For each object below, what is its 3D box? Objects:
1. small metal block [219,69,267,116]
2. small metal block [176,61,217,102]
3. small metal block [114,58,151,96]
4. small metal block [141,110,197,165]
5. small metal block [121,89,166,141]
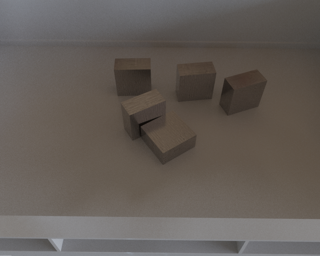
[{"bbox_3d":[0.114,-0.049,0.431,0.050,0.050,0.025,-17,52,-14],"label":"small metal block"},{"bbox_3d":[0.050,-0.066,0.444,0.050,0.050,0.025,-6,51,-5],"label":"small metal block"},{"bbox_3d":[-0.038,-0.073,0.450,0.050,0.050,0.025,-1,50,-1],"label":"small metal block"},{"bbox_3d":[0.010,0.011,0.396,0.050,0.025,0.050,-27,55,-21],"label":"small metal block"},{"bbox_3d":[-0.021,-0.017,0.403,0.050,0.050,0.025,-24,54,-19],"label":"small metal block"}]
